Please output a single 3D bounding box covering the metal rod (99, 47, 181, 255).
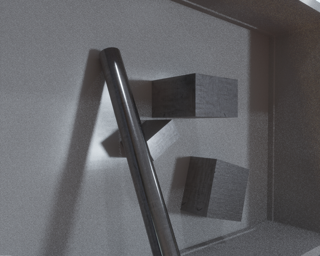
[{"bbox_3d":[-0.016,0.049,0.316,0.025,0.025,0.299,-2,67,-40],"label":"metal rod"}]

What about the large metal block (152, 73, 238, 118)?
[{"bbox_3d":[0.046,-0.039,0.411,0.081,0.080,0.050,0,91,-40],"label":"large metal block"}]

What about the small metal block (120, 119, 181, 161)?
[{"bbox_3d":[-0.012,0.014,0.382,0.050,0.050,0.025,-41,115,-33],"label":"small metal block"}]

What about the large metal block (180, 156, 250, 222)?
[{"bbox_3d":[0.084,0.091,0.463,0.080,0.050,0.080,20,78,-39],"label":"large metal block"}]
